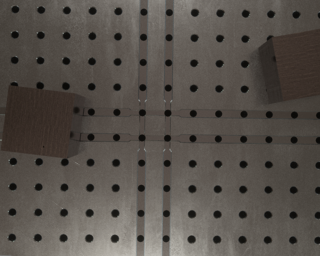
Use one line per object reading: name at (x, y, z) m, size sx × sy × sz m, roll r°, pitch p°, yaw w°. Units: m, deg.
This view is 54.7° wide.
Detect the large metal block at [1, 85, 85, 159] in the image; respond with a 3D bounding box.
large metal block at (-0.148, -0.008, 0.399) m, size 0.081 × 0.050 × 0.080 m, roll 7°, pitch 90°, yaw -1°

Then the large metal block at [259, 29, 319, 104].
large metal block at (0.183, -0.079, 0.403) m, size 0.080 × 0.050 × 0.080 m, roll -10°, pitch 90°, yaw -1°
